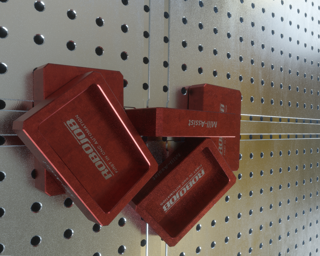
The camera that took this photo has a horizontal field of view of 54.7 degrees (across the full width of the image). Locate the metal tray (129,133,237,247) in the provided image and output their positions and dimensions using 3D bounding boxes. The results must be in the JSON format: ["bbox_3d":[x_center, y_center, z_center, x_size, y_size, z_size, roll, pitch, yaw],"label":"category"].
[{"bbox_3d":[0.032,0.081,0.411,0.130,0.030,0.090,-42,118,-13],"label":"metal tray"}]

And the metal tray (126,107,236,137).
[{"bbox_3d":[0.020,-0.005,0.384,0.131,0.090,0.030,2,89,-40],"label":"metal tray"}]

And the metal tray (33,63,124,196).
[{"bbox_3d":[-0.085,0.001,0.336,0.091,0.030,0.129,-1,92,-40],"label":"metal tray"}]

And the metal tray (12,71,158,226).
[{"bbox_3d":[-0.066,0.021,0.310,0.090,0.030,0.130,-46,118,-31],"label":"metal tray"}]

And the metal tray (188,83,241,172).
[{"bbox_3d":[0.085,0.002,0.479,0.091,0.030,0.129,4,88,-40],"label":"metal tray"}]
